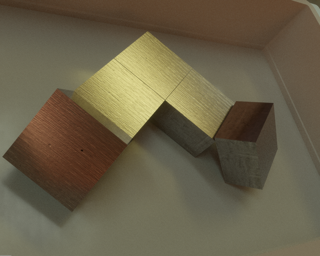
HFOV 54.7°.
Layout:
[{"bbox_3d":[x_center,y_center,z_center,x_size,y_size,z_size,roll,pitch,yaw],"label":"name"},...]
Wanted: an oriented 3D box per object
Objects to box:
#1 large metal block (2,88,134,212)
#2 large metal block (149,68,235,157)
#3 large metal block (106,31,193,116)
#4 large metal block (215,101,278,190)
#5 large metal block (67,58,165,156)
[{"bbox_3d":[-0.085,0.019,0.302,0.080,0.050,0.080,39,94,-2],"label":"large metal block"},{"bbox_3d":[0.047,-0.022,0.425,0.080,0.050,0.080,39,51,-2],"label":"large metal block"},{"bbox_3d":[-0.016,-0.073,0.423,0.080,0.050,0.080,39,51,-2],"label":"large metal block"},{"bbox_3d":[0.118,0.021,0.411,0.080,0.050,0.080,-52,136,-39],"label":"large metal block"},{"bbox_3d":[-0.055,-0.023,0.372,0.080,0.050,0.080,39,51,-2],"label":"large metal block"}]
